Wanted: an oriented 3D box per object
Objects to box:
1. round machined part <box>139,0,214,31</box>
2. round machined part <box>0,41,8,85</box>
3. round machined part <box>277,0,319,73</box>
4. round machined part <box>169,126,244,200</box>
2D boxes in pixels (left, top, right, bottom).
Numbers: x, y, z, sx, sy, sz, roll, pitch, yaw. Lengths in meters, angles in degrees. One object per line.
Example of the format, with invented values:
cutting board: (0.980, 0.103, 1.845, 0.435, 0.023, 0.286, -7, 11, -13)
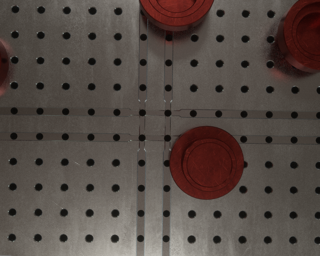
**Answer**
round machined part: (0.021, -0.175, 0.405, 0.099, 0.042, 0.097, 0, 90, -1)
round machined part: (-0.256, -0.088, 0.401, 0.099, 0.042, 0.097, 0, 90, -1)
round machined part: (0.203, -0.121, 0.408, 0.099, 0.042, 0.097, 0, 90, -1)
round machined part: (0.061, 0.046, 0.406, 0.099, 0.042, 0.097, 0, 90, -1)
